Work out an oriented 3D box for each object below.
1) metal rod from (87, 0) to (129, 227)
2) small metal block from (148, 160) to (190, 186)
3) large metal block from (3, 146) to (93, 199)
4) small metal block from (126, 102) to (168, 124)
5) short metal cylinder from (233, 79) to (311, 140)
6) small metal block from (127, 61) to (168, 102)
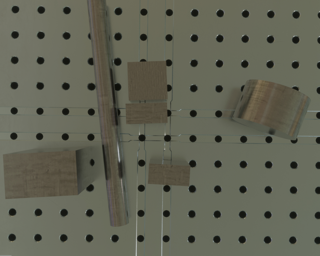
[{"bbox_3d":[-0.069,-0.021,0.412,0.025,0.025,0.298,-6,90,-1],"label":"metal rod"},{"bbox_3d":[0.011,0.057,0.401,0.050,0.050,0.025,4,90,-1],"label":"small metal block"},{"bbox_3d":[-0.133,0.052,0.384,0.081,0.080,0.050,-3,90,-1],"label":"large metal block"},{"bbox_3d":[-0.016,-0.018,0.401,0.050,0.050,0.025,-2,90,-1],"label":"small metal block"},{"bbox_3d":[0.138,-0.022,0.388,0.080,0.080,0.050,21,90,-1],"label":"short metal cylinder"},{"bbox_3d":[-0.016,-0.061,0.413,0.050,0.025,0.050,-2,90,-1],"label":"small metal block"}]
